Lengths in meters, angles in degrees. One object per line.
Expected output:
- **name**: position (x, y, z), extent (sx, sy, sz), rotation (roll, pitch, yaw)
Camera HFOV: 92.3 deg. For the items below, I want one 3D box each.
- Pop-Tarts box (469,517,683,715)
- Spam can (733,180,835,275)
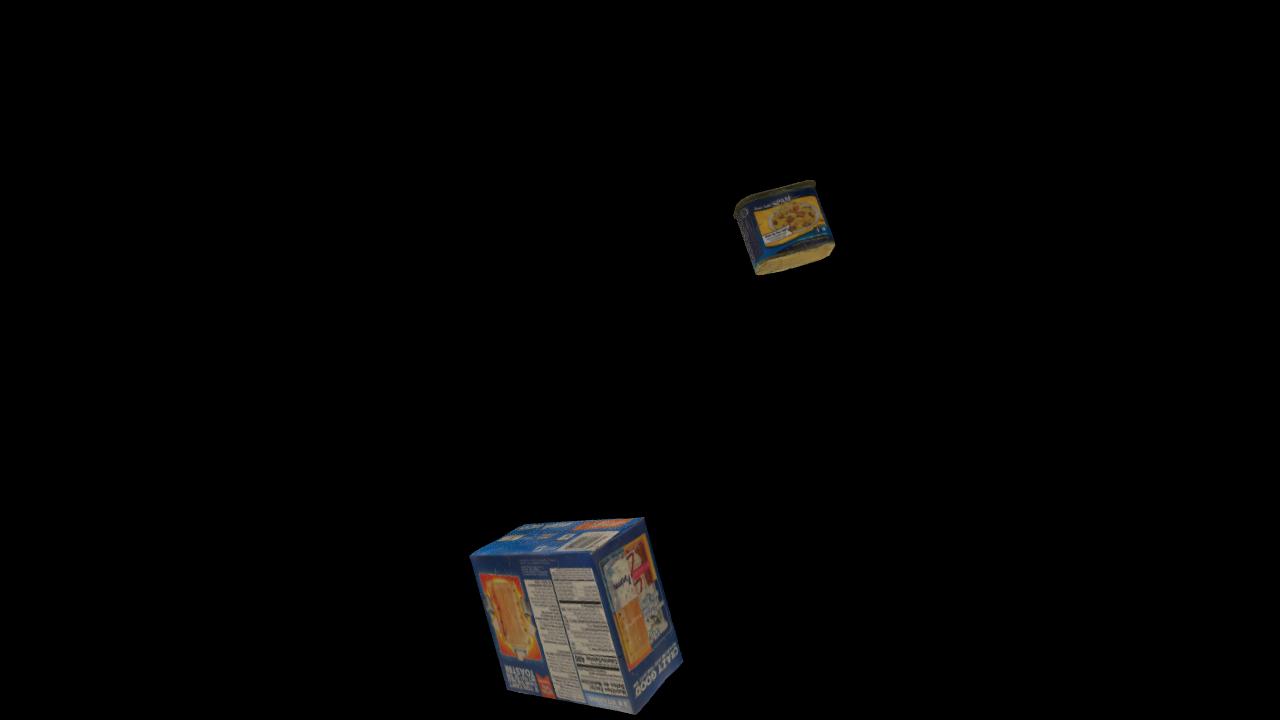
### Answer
- **Pop-Tarts box**: position (-0.062, 0.231, 0.577), extent (0.167, 0.141, 0.083), rotation (-15, 0, 38)
- **Spam can**: position (0.175, -0.158, 0.743), extent (0.101, 0.085, 0.058), rotation (-16, -14, -2)
